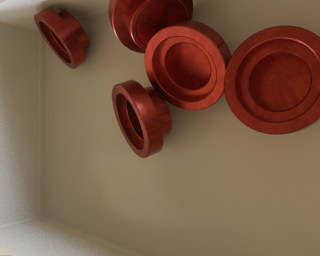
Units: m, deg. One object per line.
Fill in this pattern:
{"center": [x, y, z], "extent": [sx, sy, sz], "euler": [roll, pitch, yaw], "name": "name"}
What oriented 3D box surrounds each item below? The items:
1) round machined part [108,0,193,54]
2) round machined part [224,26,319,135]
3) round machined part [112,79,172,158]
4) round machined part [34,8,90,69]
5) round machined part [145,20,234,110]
{"center": [-0.006, -0.128, 0.358], "extent": [0.097, 0.099, 0.042], "euler": [-51, 44, 27], "name": "round machined part"}
{"center": [0.115, -0.043, 0.296], "extent": [0.098, 0.042, 0.097], "euler": [1, 91, 33], "name": "round machined part"}
{"center": [-0.020, -0.015, 0.392], "extent": [0.098, 0.042, 0.097], "euler": [48, 151, 39], "name": "round machined part"}
{"center": [-0.150, -0.147, 0.494], "extent": [0.042, 0.098, 0.098], "euler": [-41, 55, -18], "name": "round machined part"}
{"center": [0.035, -0.072, 0.347], "extent": [0.098, 0.042, 0.097], "euler": [19, 131, 23], "name": "round machined part"}
